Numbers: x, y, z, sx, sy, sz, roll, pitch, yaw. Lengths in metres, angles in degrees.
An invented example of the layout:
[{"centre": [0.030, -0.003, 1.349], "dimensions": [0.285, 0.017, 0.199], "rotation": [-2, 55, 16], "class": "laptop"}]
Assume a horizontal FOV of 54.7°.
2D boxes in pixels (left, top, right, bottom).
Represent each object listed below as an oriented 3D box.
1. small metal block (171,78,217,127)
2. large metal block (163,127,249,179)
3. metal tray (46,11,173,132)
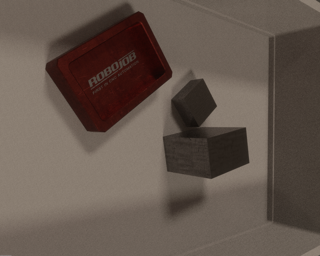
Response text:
[{"centre": [0.051, -0.036, 0.452], "dimensions": [0.050, 0.025, 0.050], "rotation": [-47, 118, -30], "class": "small metal block"}, {"centre": [0.063, 0.030, 0.426], "dimensions": [0.081, 0.080, 0.050], "rotation": [-13, 98, -40], "class": "large metal block"}, {"centre": [-0.051, -0.067, 0.361], "dimensions": [0.131, 0.030, 0.090], "rotation": [-43, 117, -31], "class": "metal tray"}]
